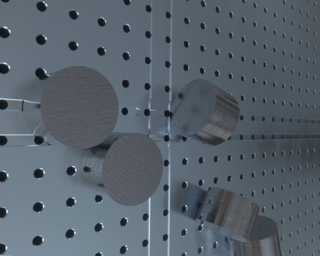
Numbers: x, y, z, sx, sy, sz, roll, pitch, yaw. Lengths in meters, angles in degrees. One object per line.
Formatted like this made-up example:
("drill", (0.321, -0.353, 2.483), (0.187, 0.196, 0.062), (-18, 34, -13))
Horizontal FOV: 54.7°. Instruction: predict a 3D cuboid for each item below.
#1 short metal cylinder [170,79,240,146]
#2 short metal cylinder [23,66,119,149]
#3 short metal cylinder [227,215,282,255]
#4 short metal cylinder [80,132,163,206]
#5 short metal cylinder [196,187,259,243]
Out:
("short metal cylinder", (0.060, -0.020, 0.423), (0.050, 0.080, 0.080), (23, 76, -38))
("short metal cylinder", (-0.090, -0.020, 0.317), (0.081, 0.050, 0.079), (0, 90, -40))
("short metal cylinder", (0.150, 0.183, 0.499), (0.081, 0.080, 0.050), (-19, 102, -38))
("short metal cylinder", (-0.043, 0.045, 0.356), (0.081, 0.050, 0.079), (0, 91, -40))
("short metal cylinder", (0.099, 0.128, 0.456), (0.080, 0.080, 0.050), (39, 66, -33))
